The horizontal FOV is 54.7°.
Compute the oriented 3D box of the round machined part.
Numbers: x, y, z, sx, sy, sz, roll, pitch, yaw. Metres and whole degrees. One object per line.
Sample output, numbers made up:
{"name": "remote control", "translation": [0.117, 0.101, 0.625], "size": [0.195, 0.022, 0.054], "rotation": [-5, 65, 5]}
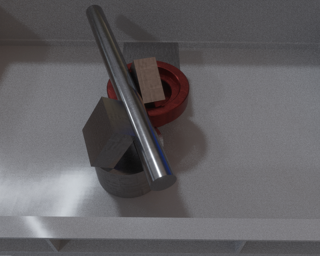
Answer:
{"name": "round machined part", "translation": [-0.014, -0.038, 0.386], "size": [0.099, 0.042, 0.098], "rotation": [0, 50, 0]}

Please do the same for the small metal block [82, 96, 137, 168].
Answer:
{"name": "small metal block", "translation": [-0.053, 0.005, 0.314], "size": [0.025, 0.050, 0.050], "rotation": [11, 40, -37]}

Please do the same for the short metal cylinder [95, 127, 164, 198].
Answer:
{"name": "short metal cylinder", "translation": [-0.036, 0.033, 0.359], "size": [0.081, 0.050, 0.080], "rotation": [0, 50, 0]}

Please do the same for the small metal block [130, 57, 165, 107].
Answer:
{"name": "small metal block", "translation": [-0.017, -0.050, 0.367], "size": [0.025, 0.050, 0.050], "rotation": [-12, 86, -15]}

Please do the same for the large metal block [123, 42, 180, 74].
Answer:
{"name": "large metal block", "translation": [-0.013, -0.081, 0.453], "size": [0.081, 0.050, 0.080], "rotation": [0, 50, -1]}

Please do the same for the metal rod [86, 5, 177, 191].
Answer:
{"name": "metal rod", "translation": [-0.046, -0.060, 0.363], "size": [0.025, 0.025, 0.299], "rotation": [-15, 52, -12]}
